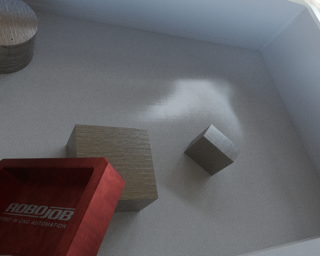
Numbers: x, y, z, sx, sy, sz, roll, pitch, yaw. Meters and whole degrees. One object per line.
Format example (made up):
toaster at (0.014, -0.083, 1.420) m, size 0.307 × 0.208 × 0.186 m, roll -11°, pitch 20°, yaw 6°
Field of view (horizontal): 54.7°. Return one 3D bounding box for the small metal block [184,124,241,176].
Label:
small metal block at (0.068, 0.030, 0.410) m, size 0.050 × 0.050 × 0.025 m, roll 41°, pitch 51°, yaw -1°

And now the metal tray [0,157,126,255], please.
metal tray at (-0.102, 0.069, 0.249) m, size 0.030 × 0.130 × 0.090 m, roll 60°, pitch 37°, yaw -40°

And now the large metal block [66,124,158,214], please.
large metal block at (-0.054, 0.045, 0.334) m, size 0.081 × 0.050 × 0.080 m, roll 4°, pitch 60°, yaw -26°

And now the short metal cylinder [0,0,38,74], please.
short metal cylinder at (-0.186, -0.110, 0.356) m, size 0.081 × 0.050 × 0.080 m, roll 14°, pitch 56°, yaw -21°
